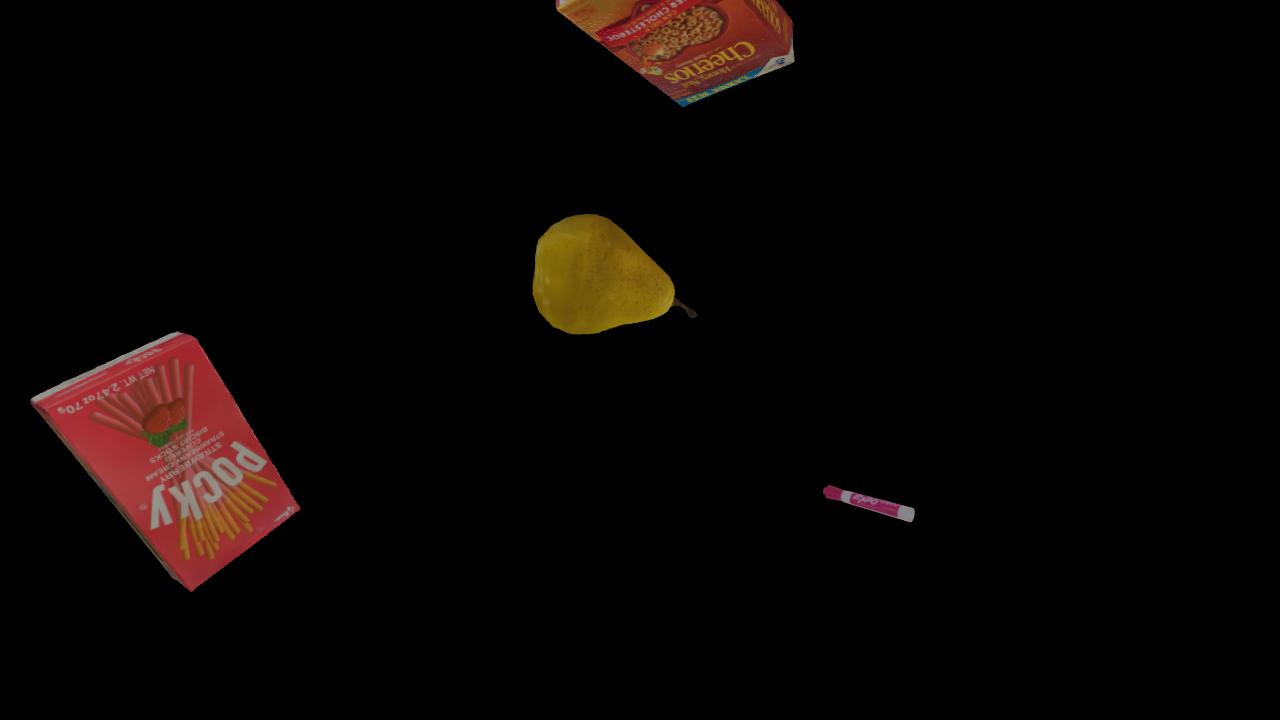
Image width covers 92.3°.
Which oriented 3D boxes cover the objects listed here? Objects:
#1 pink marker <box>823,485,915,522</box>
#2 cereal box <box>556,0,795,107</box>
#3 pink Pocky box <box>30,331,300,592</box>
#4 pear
[{"bbox_3d":[0.302,0.190,0.823,0.121,0.020,0.020,9,6,42],"label":"pink marker"},{"bbox_3d":[0.061,-0.475,0.852,0.203,0.081,0.306,-6,-9,36],"label":"cereal box"},{"bbox_3d":[-0.299,0.068,0.405,0.029,0.155,0.084,10,36,31],"label":"pink Pocky box"},{"bbox_3d":[-0.014,-0.054,0.411,0.111,0.080,0.080,6,0,-1],"label":"pear"}]
